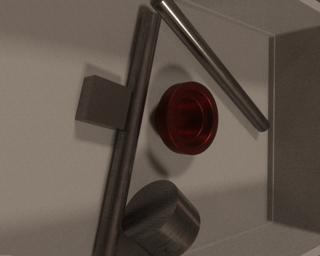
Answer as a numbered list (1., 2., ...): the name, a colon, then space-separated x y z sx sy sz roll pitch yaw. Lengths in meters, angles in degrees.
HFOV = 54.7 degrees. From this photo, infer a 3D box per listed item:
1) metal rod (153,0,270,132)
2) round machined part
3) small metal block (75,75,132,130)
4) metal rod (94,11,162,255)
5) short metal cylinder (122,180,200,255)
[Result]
1. metal rod: 0.095 -0.086 0.488 0.300 0.025 0.025 41 65 -33
2. round machined part: 0.033 -0.013 0.425 0.099 0.042 0.097 0 90 -40
3. small metal block: -0.064 -0.028 0.355 0.050 0.025 0.050 17 79 -39
4. metal rod: -0.037 0.002 0.377 0.025 0.025 0.299 17 79 -39
5. short metal cylinder: 0.001 0.110 0.374 0.050 0.080 0.080 52 60 -28
